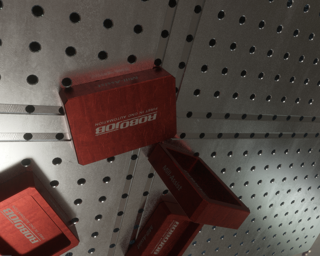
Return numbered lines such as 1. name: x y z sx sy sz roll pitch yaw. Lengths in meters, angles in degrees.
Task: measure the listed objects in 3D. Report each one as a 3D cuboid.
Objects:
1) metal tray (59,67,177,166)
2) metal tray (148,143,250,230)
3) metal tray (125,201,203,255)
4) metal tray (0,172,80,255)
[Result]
1. metal tray: -0.045 -0.015 0.375 0.131 0.030 0.089 -16 125 -20
2. metal tray: 0.049 0.075 0.419 0.091 0.130 0.030 22 107 -37
3. metal tray: 0.010 0.191 0.533 0.091 0.030 0.129 21 107 -36
4. metal tray: -0.172 0.126 0.392 0.090 0.030 0.129 -28 128 -11
